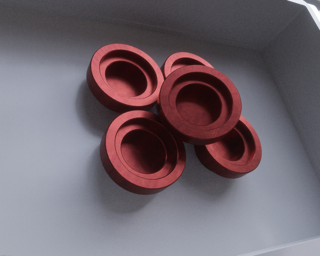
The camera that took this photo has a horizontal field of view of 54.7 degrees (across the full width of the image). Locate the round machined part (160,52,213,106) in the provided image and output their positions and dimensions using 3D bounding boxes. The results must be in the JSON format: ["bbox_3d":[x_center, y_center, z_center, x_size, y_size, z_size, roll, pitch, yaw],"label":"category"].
[{"bbox_3d":[0.041,-0.059,0.453,0.099,0.042,0.098,14,56,-21],"label":"round machined part"}]

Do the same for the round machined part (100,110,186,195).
[{"bbox_3d":[-0.023,0.031,0.363,0.099,0.042,0.098,14,56,-21],"label":"round machined part"}]

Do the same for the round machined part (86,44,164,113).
[{"bbox_3d":[-0.047,-0.058,0.404,0.099,0.042,0.098,14,56,-21],"label":"round machined part"}]

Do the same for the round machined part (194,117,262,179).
[{"bbox_3d":[0.087,0.024,0.427,0.099,0.042,0.098,14,56,-21],"label":"round machined part"}]

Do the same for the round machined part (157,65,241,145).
[{"bbox_3d":[0.045,-0.025,0.379,0.099,0.042,0.098,3,68,-8],"label":"round machined part"}]
